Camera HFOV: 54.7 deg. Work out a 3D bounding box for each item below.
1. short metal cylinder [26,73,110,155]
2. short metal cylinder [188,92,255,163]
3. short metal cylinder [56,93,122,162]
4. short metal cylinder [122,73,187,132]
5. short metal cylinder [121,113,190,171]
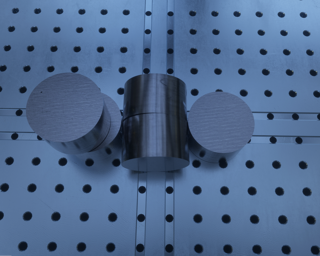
[{"bbox_3d":[-0.100,-0.015,0.348,0.081,0.050,0.080,0,70,0],"label":"short metal cylinder"},{"bbox_3d":[0.074,0.000,0.398,0.081,0.050,0.080,0,70,0],"label":"short metal cylinder"},{"bbox_3d":[-0.087,-0.001,0.398,0.081,0.050,0.080,0,70,0],"label":"short metal cylinder"},{"bbox_3d":[-0.006,-0.028,0.393,0.081,0.080,0.050,1,71,0],"label":"short metal cylinder"},{"bbox_3d":[-0.006,0.020,0.375,0.081,0.080,0.050,-1,70,-1],"label":"short metal cylinder"}]
